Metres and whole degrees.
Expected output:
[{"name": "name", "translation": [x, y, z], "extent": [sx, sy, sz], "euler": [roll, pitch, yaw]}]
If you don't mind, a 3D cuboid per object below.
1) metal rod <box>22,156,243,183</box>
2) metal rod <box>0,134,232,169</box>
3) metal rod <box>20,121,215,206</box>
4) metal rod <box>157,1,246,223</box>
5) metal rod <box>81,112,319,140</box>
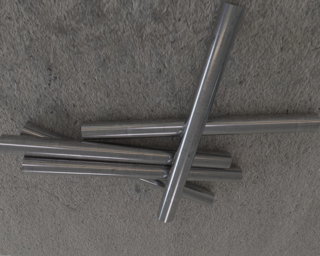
[{"name": "metal rod", "translation": [-0.028, 0.058, 0.432], "extent": [0.302, 0.025, 0.025], "euler": [5, 130, -14]}, {"name": "metal rod", "translation": [-0.049, 0.033, 0.415], "extent": [0.302, 0.025, 0.025], "euler": [5, 130, -12]}, {"name": "metal rod", "translation": [-0.049, 0.059, 0.456], "extent": [0.302, 0.025, 0.025], "euler": [23, 126, -19]}, {"name": "metal rod", "translation": [0.040, 0.003, 0.378], "extent": [0.025, 0.025, 0.298], "euler": [10, 120, -8]}, {"name": "metal rod", "translation": [0.051, -0.002, 0.405], "extent": [0.302, 0.025, 0.025], "euler": [-2, 130, 1]}]
